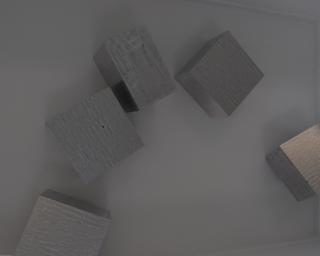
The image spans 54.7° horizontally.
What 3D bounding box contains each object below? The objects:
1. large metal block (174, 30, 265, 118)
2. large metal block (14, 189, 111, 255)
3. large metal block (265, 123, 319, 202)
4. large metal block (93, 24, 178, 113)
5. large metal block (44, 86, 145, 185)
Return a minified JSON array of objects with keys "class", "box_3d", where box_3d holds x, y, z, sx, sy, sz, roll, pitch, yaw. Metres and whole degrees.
[{"class":"large metal block","box_3d":[0.081,-0.071,0.427,0.080,0.050,0.080,46,76,-15]},{"class":"large metal block","box_3d":[-0.109,0.124,0.350,0.080,0.050,0.080,22,82,-9]},{"class":"large metal block","box_3d":[0.222,0.051,0.462,0.081,0.050,0.080,-26,71,-18]},{"class":"large metal block","box_3d":[-0.033,-0.066,0.369,0.050,0.080,0.080,-31,100,-17]},{"class":"large metal block","box_3d":[-0.078,0.007,0.368,0.080,0.050,0.080,-33,101,-17]}]
